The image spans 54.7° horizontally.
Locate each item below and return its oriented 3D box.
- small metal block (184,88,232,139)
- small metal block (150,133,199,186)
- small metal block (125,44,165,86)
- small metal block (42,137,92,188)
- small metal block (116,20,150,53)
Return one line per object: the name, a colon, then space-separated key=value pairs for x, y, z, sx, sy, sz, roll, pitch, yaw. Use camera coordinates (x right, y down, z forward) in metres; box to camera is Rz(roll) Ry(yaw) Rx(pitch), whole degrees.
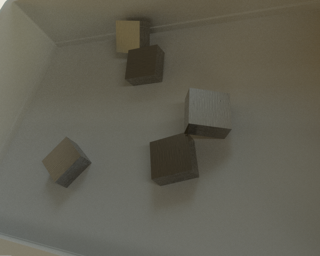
small metal block: x=0.057 y=-0.018 z=0.372 sx=0.050 sy=0.025 sz=0.050 roll=8 pitch=60 yaw=-6
small metal block: x=0.017 y=0.038 z=0.374 sx=0.050 sy=0.025 sz=0.050 roll=-17 pitch=55 yaw=18
small metal block: x=-0.023 y=-0.094 z=0.470 sx=0.050 sy=0.025 sz=0.050 roll=-4 pitch=71 yaw=26
small metal block: x=-0.135 y=0.049 z=0.447 sx=0.050 sy=0.025 sz=0.050 roll=-46 pitch=51 yaw=-4
small metal block: x=-0.044 y=-0.148 z=0.502 sx=0.050 sy=0.025 sz=0.050 roll=14 pitch=113 yaw=34
